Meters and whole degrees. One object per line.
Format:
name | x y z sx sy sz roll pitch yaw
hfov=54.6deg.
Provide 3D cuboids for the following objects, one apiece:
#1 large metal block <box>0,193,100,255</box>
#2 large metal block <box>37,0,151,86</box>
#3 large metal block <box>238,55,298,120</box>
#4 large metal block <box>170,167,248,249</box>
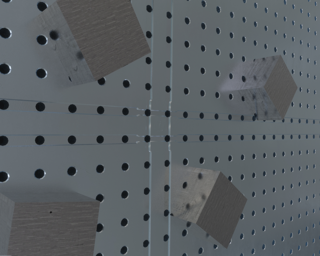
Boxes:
large metal block | -0.111 0.107 0.300 0.081 0.050 0.080 11 83 -39
large metal block | -0.068 -0.101 0.335 0.080 0.050 0.080 -37 113 -34
large metal block | 0.194 -0.070 0.554 0.080 0.050 0.080 48 62 -29
large metal block | 0.073 0.116 0.453 0.080 0.050 0.080 45 63 -31
